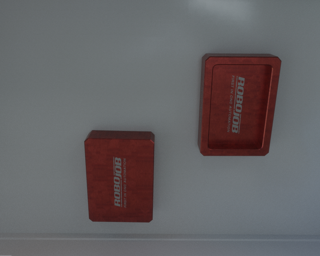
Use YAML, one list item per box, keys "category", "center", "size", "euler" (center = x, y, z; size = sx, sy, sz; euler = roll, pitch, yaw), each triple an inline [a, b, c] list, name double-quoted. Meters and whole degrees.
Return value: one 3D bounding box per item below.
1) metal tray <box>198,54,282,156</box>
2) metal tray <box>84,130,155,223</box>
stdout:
- category: "metal tray"
  center: [0.098, -0.028, 0.399]
  size: [0.091, 0.030, 0.129]
  euler: [0, 110, -1]
- category: "metal tray"
  center: [-0.054, 0.069, 0.434]
  size: [0.091, 0.030, 0.129]
  euler: [1, 110, -1]
